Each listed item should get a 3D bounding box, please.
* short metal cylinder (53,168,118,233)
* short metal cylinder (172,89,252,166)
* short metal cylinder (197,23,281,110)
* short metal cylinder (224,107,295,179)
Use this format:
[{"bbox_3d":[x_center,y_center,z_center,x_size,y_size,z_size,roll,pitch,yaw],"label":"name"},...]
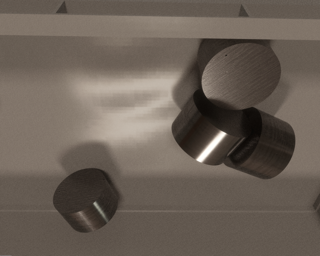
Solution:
[{"bbox_3d":[-0.110,0.107,0.463,0.080,0.080,0.050,-12,129,10],"label":"short metal cylinder"},{"bbox_3d":[0.061,-0.002,0.372,0.080,0.080,0.050,22,127,-18],"label":"short metal cylinder"},{"bbox_3d":[0.083,-0.066,0.337,0.081,0.050,0.079,0,130,0],"label":"short metal cylinder"},{"bbox_3d":[0.120,0.019,0.391,0.050,0.080,0.080,21,127,-18],"label":"short metal cylinder"}]
